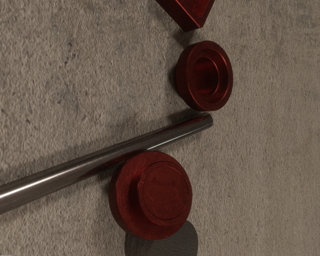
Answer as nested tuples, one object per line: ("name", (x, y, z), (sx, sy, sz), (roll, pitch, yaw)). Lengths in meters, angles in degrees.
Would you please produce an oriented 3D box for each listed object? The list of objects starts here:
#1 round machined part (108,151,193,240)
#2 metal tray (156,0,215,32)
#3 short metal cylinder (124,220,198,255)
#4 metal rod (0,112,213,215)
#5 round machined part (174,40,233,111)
("round machined part", (-0.004, 0.073, 0.344), (0.099, 0.042, 0.098), (10, 71, -29))
("metal tray", (0.044, -0.216, 0.440), (0.090, 0.030, 0.130), (37, 67, -34))
("short metal cylinder", (0.003, 0.150, 0.393), (0.081, 0.050, 0.079), (0, 90, -40))
("metal rod", (-0.041, 0.028, 0.371), (0.302, 0.025, 0.025), (-20, 103, -38))
("round machined part", (0.058, -0.072, 0.445), (0.099, 0.042, 0.097), (0, 90, -40))
